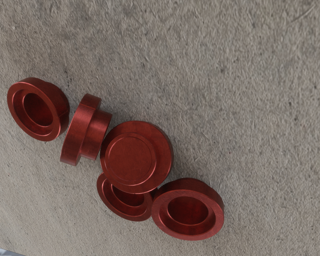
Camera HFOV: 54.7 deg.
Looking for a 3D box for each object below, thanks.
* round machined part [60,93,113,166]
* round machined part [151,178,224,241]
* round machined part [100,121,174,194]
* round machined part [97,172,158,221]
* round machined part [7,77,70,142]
[{"bbox_3d":[-0.095,0.006,0.418,0.042,0.098,0.097,21,129,-8],"label":"round machined part"},{"bbox_3d":[0.040,0.108,0.432,0.098,0.042,0.097,5,123,8],"label":"round machined part"},{"bbox_3d":[-0.034,0.039,0.409,0.098,0.042,0.097,0,90,11],"label":"round machined part"},{"bbox_3d":[-0.045,0.092,0.477,0.098,0.042,0.097,13,124,21],"label":"round machined part"},{"bbox_3d":[-0.178,-0.031,0.470,0.098,0.042,0.097,13,124,21],"label":"round machined part"}]
